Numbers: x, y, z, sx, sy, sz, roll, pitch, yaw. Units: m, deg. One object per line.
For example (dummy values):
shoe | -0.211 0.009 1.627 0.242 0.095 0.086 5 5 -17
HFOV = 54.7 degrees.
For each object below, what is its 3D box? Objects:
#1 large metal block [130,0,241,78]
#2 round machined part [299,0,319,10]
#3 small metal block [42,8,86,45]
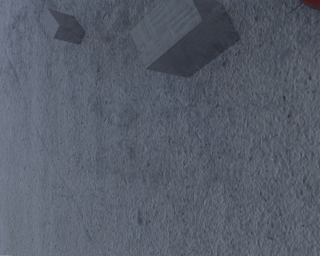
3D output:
large metal block | 0.029 -0.103 0.345 0.080 0.081 0.050 -34 69 35
round machined part | 0.159 -0.148 0.263 0.098 0.042 0.097 0 90 40
small metal block | -0.162 -0.171 0.523 0.025 0.050 0.050 -52 60 27
